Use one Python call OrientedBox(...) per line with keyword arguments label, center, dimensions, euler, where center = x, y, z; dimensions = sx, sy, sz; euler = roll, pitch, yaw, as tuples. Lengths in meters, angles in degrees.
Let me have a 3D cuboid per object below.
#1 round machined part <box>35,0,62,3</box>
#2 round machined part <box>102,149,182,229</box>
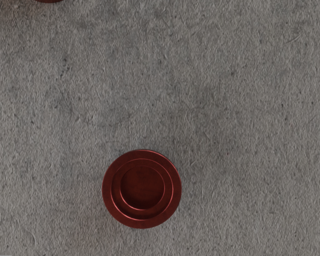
OrientedBox(label="round machined part", center=(-0.151, -0.218, 0.400), dimensions=(0.099, 0.042, 0.097), euler=(0, 90, 0))
OrientedBox(label="round machined part", center=(-0.022, 0.076, 0.401), dimensions=(0.099, 0.042, 0.097), euler=(0, 90, 0))
